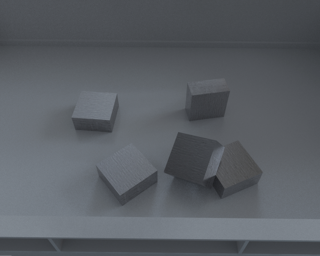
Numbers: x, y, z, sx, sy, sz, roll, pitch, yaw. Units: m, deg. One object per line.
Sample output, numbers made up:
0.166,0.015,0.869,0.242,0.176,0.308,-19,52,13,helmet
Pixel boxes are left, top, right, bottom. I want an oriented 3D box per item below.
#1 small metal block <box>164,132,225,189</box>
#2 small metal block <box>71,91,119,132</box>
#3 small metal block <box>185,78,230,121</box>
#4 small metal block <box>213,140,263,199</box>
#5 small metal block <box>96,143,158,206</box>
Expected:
0.039,0.036,0.352,0.050,0.025,0.050,13,77,37,small metal block
-0.087,-0.023,0.424,0.050,0.025,0.050,4,50,3,small metal block
0.063,-0.038,0.421,0.050,0.050,0.025,-8,51,-7,small metal block
0.083,0.048,0.365,0.050,0.025,0.050,-19,53,-15,small metal block
-0.038,0.053,0.360,0.050,0.025,0.050,-31,57,-24,small metal block
